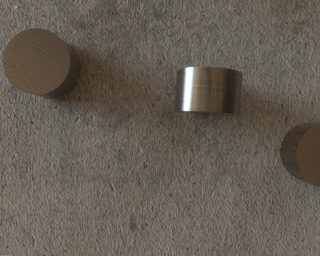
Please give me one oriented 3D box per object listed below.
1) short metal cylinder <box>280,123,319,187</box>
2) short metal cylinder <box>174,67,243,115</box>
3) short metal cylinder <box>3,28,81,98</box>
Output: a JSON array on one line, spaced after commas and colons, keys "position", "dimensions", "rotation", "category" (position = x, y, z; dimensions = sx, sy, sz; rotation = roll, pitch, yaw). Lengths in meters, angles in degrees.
[{"position": [0.205, 0.033, 0.399], "dimensions": [0.081, 0.050, 0.080], "rotation": [0, 90, 0], "category": "short metal cylinder"}, {"position": [0.059, -0.043, 0.383], "dimensions": [0.080, 0.080, 0.050], "rotation": [4, 90, 0], "category": "short metal cylinder"}, {"position": [-0.148, -0.080, 0.396], "dimensions": [0.081, 0.050, 0.080], "rotation": [0, 90, 0], "category": "short metal cylinder"}]
